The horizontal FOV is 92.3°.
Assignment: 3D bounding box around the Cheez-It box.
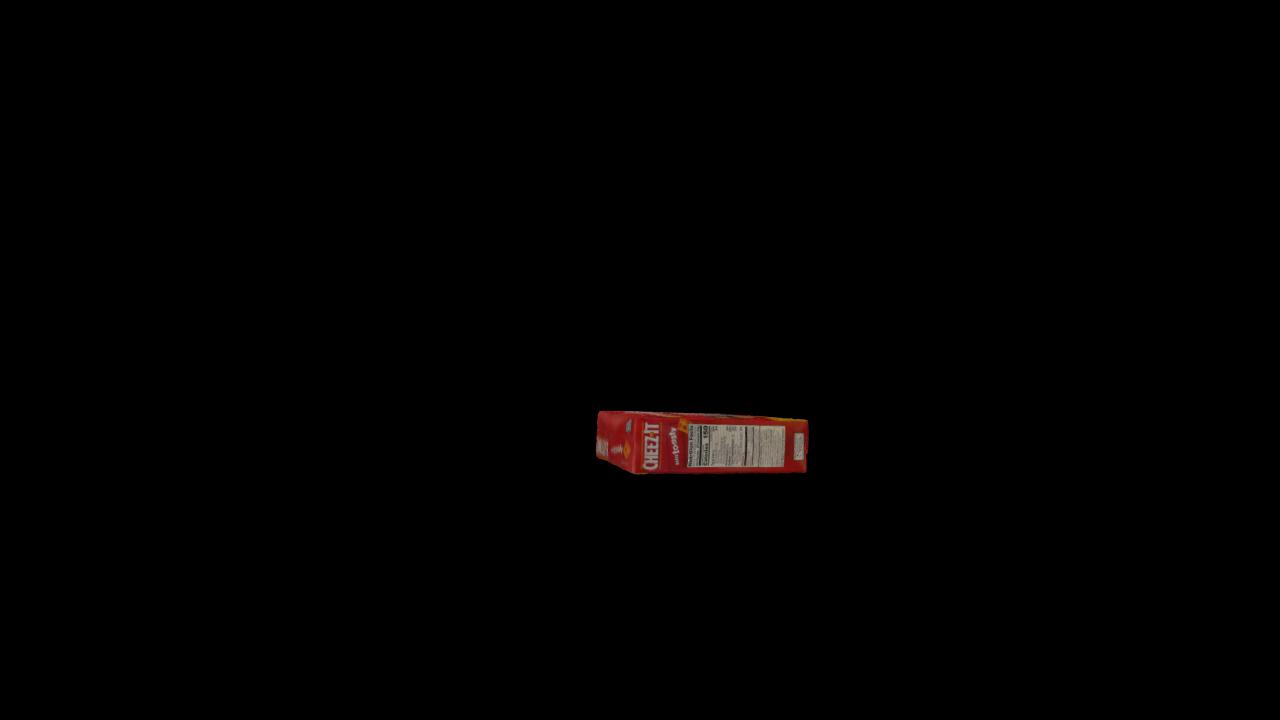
[{"bbox_3d":[0.071,0.101,0.771,0.223,0.071,0.166,4,-5,-18],"label":"Cheez-It box"}]
